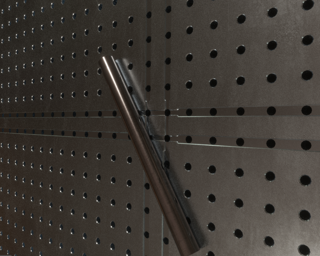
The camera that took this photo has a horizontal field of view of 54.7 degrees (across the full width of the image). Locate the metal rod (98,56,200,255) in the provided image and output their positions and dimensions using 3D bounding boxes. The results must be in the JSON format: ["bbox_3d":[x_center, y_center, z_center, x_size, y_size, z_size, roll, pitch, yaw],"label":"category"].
[{"bbox_3d":[-0.022,0.025,0.425,0.025,0.025,0.299,-38,67,33],"label":"metal rod"}]
